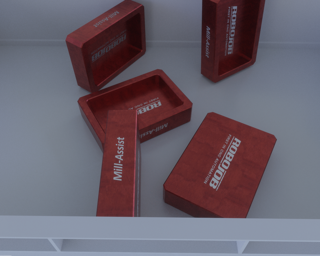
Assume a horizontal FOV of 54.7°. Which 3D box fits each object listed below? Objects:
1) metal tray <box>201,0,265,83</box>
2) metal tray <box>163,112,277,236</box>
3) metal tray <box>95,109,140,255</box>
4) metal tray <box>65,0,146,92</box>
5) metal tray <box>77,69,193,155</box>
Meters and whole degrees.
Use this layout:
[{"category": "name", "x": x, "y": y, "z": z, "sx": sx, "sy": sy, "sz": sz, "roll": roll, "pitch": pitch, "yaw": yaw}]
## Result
[{"category": "metal tray", "x": 0.105, "y": -0.140, "z": 0.453, "sx": 0.091, "sy": 0.129, "sz": 0.030, "roll": -27, "pitch": 48, "yaw": -21}, {"category": "metal tray", "x": 0.072, "y": 0.046, "z": 0.363, "sx": 0.090, "sy": 0.030, "sz": 0.130, "roll": 23, "pitch": 54, "yaw": 18}, {"category": "metal tray", "x": -0.037, "y": 0.056, "z": 0.315, "sx": 0.030, "sy": 0.090, "sz": 0.130, "roll": -1, "pitch": 50, "yaw": -1}, {"category": "metal tray", "x": -0.074, "y": -0.123, "z": 0.465, "sx": 0.030, "sy": 0.090, "sz": 0.131, "roll": 30, "pitch": 56, "yaw": 22}, {"category": "metal tray", "x": -0.033, "y": -0.025, "z": 0.422, "sx": 0.131, "sy": 0.030, "sz": 0.090, "roll": -24, "pitch": 54, "yaw": -19}]
